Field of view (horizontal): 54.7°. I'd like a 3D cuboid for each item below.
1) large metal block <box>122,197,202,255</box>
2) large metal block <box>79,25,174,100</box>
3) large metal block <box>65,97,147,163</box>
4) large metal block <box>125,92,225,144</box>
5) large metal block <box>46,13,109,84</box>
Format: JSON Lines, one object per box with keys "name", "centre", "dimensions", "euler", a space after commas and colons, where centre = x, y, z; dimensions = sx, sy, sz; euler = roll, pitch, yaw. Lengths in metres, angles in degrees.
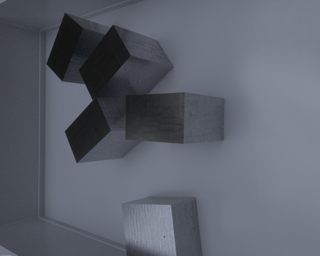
{"name": "large metal block", "centre": [0.002, 0.131, 0.387], "dimensions": [0.080, 0.050, 0.080], "euler": [-10, 84, 39]}
{"name": "large metal block", "centre": [-0.044, -0.078, 0.404], "dimensions": [0.080, 0.081, 0.050], "euler": [-42, 65, 31]}
{"name": "large metal block", "centre": [-0.068, 0.004, 0.425], "dimensions": [0.080, 0.081, 0.050], "euler": [-40, 66, 32]}
{"name": "large metal block", "centre": [0.018, -0.011, 0.355], "dimensions": [0.080, 0.081, 0.050], "euler": [2, 91, 39]}
{"name": "large metal block", "centre": [-0.107, -0.111, 0.456], "dimensions": [0.050, 0.081, 0.080], "euler": [43, 116, 31]}
